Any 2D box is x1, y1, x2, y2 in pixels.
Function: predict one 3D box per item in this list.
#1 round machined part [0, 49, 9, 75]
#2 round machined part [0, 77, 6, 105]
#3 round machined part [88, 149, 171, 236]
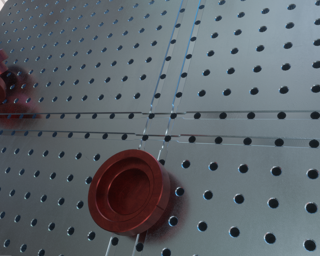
[{"bbox_3d":[-0.361,-0.125,0.649,0.098,0.042,0.098,-22,25,11],"label":"round machined part"},{"bbox_3d":[-0.352,-0.083,0.599,0.098,0.098,0.042,-24,53,14],"label":"round machined part"},{"bbox_3d":[-0.032,0.078,0.368,0.098,0.042,0.098,-13,56,21],"label":"round machined part"}]
